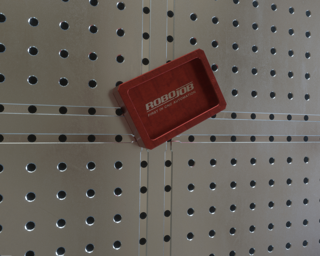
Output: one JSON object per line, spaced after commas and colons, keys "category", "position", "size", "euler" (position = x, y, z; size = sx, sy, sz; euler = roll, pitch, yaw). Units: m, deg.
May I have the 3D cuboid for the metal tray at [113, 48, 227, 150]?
{"category": "metal tray", "position": [0.016, -0.039, 0.415], "size": [0.131, 0.030, 0.090], "euler": [-28, 99, -18]}
